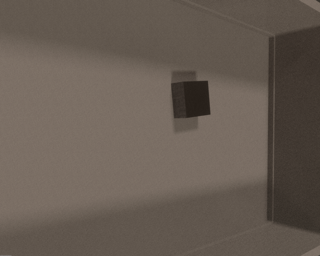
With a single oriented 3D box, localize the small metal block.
[{"bbox_3d":[0.045,-0.041,0.447,0.050,0.025,0.050,-9,96,-40],"label":"small metal block"}]
